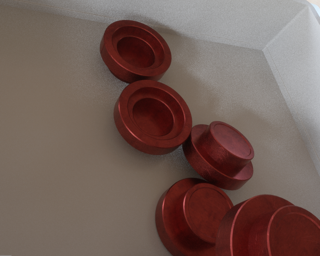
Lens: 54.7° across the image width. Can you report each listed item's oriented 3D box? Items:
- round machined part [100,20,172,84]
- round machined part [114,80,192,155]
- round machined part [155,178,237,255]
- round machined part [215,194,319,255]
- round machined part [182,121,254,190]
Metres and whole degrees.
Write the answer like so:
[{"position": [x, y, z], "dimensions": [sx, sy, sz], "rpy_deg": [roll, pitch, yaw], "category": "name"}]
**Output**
[{"position": [-0.037, -0.101, 0.436], "dimensions": [0.099, 0.042, 0.098], "rpy_deg": [14, 56, -21], "category": "round machined part"}, {"position": [-0.012, -0.010, 0.394], "dimensions": [0.099, 0.042, 0.098], "rpy_deg": [14, 56, -21], "category": "round machined part"}, {"position": [0.048, 0.102, 0.355], "dimensions": [0.099, 0.042, 0.098], "rpy_deg": [14, 53, -20], "category": "round machined part"}, {"position": [0.095, 0.098, 0.235], "dimensions": [0.099, 0.042, 0.098], "rpy_deg": [14, 56, -21], "category": "round machined part"}, {"position": [0.081, 0.028, 0.401], "dimensions": [0.099, 0.042, 0.098], "rpy_deg": [24, 32, -17], "category": "round machined part"}]
